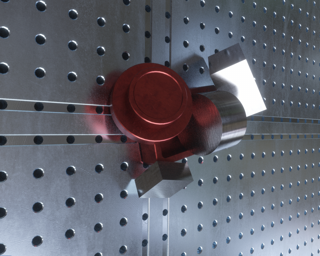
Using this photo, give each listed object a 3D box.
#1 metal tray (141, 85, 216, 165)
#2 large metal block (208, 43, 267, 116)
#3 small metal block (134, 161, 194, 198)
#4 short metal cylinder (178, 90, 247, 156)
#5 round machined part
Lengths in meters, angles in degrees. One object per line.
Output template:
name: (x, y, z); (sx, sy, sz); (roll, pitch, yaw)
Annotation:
metal tray: (0.031, -0.007, 0.429); (0.131, 0.030, 0.089); (-15, 100, -39)
large metal block: (0.111, -0.068, 0.456); (0.080, 0.050, 0.080); (59, 20, -24)
small metal block: (0.005, 0.066, 0.390); (0.050, 0.050, 0.025); (10, 50, -39)
short metal cylinder: (0.065, -0.008, 0.407); (0.050, 0.080, 0.079); (-12, 98, -40)
round machined part: (-0.007, -0.032, 0.363); (0.099, 0.042, 0.098); (4, 75, -15)
